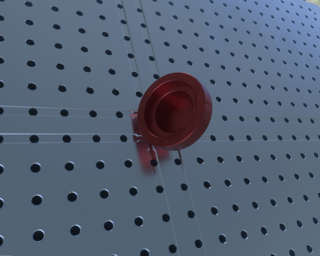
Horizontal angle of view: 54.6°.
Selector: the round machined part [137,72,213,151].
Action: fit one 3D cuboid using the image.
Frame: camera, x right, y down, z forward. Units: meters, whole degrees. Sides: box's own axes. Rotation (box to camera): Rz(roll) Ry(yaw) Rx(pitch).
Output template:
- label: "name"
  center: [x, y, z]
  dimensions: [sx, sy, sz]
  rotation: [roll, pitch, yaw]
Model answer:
- label: "round machined part"
  center: [0.022, -0.018, 0.396]
  dimensions: [0.042, 0.098, 0.098]
  rotation: [28, 44, -52]
